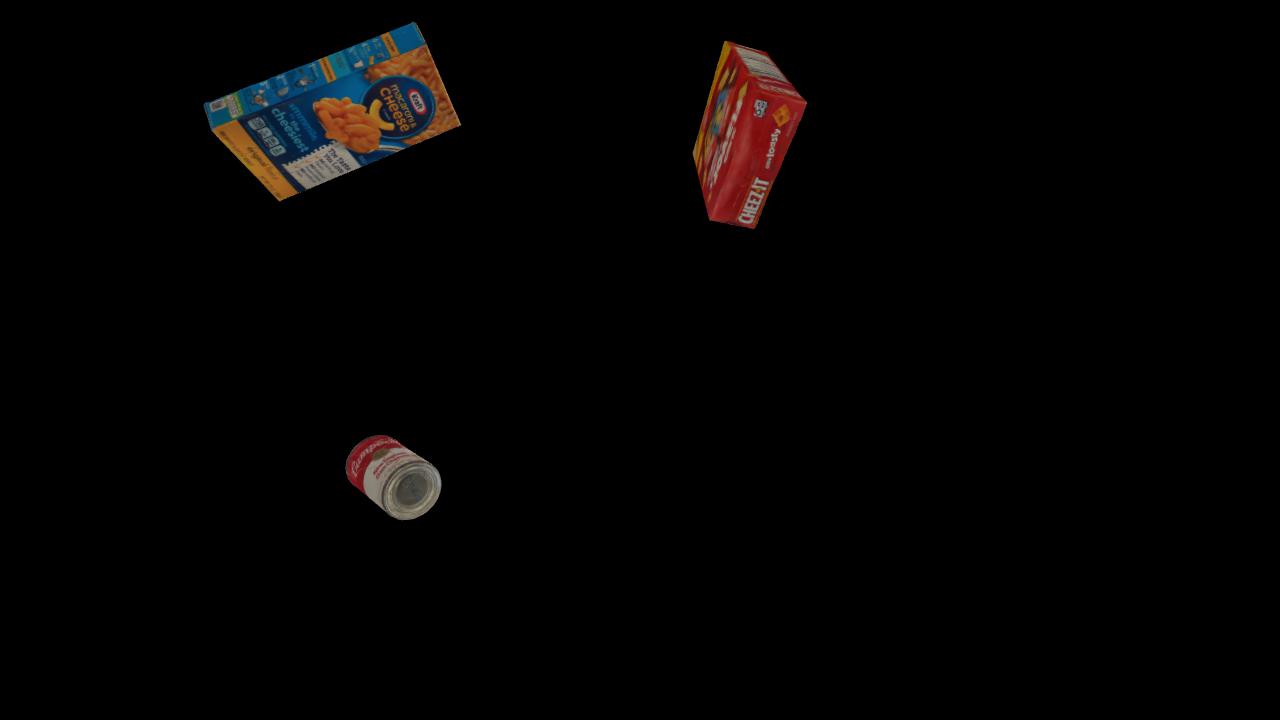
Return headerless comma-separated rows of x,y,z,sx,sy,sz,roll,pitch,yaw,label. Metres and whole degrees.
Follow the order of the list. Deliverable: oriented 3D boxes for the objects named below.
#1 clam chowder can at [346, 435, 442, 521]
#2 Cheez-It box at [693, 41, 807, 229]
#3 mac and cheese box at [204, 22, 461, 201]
-0.276,0.130,0.688,0.102,0.068,0.068,16,11,43,clam chowder can
0.132,-0.300,0.808,0.071,0.166,0.223,9,39,-10,Cheez-It box
-0.263,-0.217,0.546,0.184,0.041,0.093,-27,-24,-7,mac and cheese box
